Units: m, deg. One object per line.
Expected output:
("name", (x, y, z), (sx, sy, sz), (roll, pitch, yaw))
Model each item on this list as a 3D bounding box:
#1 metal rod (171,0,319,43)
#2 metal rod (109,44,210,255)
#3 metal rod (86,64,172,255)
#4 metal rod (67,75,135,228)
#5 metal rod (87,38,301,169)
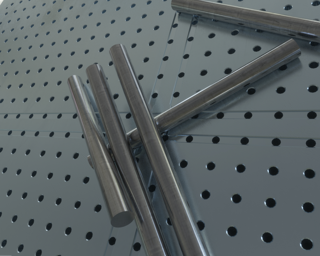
("metal rod", (0.132, -0.152, 0.431), (0.300, 0.025, 0.025), (29, 78, 37))
("metal rod", (-0.012, 0.010, 0.378), (0.025, 0.025, 0.299), (-28, 61, 10))
("metal rod", (-0.044, 0.036, 0.380), (0.025, 0.025, 0.299), (-29, 61, 10))
("metal rod", (-0.092, 0.006, 0.422), (0.025, 0.025, 0.300), (-36, 43, 4))
("metal rod", (0.037, -0.026, 0.403), (0.301, 0.025, 0.025), (-30, 52, 8))
